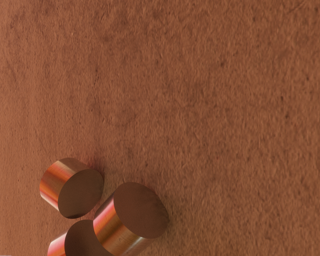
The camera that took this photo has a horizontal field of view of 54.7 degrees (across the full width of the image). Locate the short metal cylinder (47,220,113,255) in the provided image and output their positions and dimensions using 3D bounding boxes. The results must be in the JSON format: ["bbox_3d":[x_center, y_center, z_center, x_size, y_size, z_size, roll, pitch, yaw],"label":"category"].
[{"bbox_3d":[-0.119,0.185,0.464,0.050,0.081,0.080,-38,67,33],"label":"short metal cylinder"}]

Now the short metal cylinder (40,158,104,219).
[{"bbox_3d":[-0.135,0.092,0.478,0.050,0.081,0.079,21,103,38],"label":"short metal cylinder"}]

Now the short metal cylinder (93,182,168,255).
[{"bbox_3d":[-0.037,0.117,0.398,0.050,0.081,0.080,-49,61,29],"label":"short metal cylinder"}]
